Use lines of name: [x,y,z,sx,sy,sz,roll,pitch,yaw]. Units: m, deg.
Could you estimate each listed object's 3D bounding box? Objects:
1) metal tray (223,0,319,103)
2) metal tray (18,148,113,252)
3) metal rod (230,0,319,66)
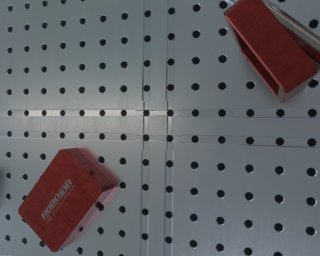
metal tray: [0.112,-0.074,0.317,0.030,0.130,0.090,-37,78,16]
metal tray: [-0.142,0.105,0.460,0.090,0.030,0.130,41,103,15]
metal rod: [0.146,-0.118,0.360,0.300,0.025,0.025,43,104,14]
